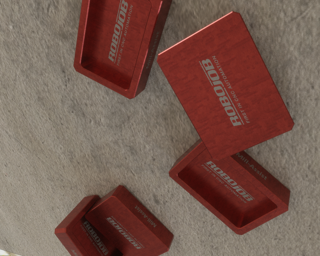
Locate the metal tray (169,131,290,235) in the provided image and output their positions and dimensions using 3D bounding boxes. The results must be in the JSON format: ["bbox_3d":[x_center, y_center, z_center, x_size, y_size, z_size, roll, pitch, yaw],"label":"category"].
[{"bbox_3d":[0.087,0.072,0.400,0.130,0.030,0.090,41,129,-1],"label":"metal tray"}]

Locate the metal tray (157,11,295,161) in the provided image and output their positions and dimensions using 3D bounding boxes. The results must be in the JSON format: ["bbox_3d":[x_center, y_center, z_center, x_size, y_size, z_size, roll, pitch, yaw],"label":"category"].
[{"bbox_3d":[0.068,-0.040,0.322,0.090,0.030,0.130,-27,102,19],"label":"metal tray"}]

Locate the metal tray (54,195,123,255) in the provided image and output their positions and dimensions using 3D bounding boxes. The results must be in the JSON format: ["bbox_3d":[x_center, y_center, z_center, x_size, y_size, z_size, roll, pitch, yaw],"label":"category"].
[{"bbox_3d":[-0.112,0.195,0.542,0.030,0.090,0.130,-18,109,35],"label":"metal tray"}]

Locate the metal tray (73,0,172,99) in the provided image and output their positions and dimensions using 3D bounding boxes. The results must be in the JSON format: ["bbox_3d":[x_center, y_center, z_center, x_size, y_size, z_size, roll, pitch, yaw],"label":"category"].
[{"bbox_3d":[-0.048,-0.108,0.360,0.090,0.030,0.129,28,128,10],"label":"metal tray"}]

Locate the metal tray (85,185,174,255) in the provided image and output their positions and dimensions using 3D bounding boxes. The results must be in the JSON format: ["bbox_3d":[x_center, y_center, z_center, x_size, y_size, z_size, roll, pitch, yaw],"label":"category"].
[{"bbox_3d":[-0.052,0.167,0.525,0.130,0.030,0.090,46,123,-7],"label":"metal tray"}]
